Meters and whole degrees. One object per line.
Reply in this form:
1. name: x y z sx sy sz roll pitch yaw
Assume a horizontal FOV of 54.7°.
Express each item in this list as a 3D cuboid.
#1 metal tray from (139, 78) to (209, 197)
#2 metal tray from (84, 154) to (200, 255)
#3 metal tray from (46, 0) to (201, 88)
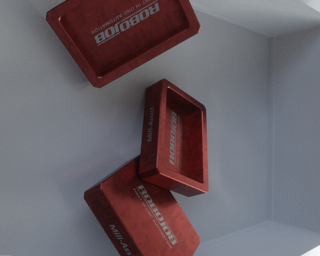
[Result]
1. metal tray: 0.021 0.012 0.393 0.090 0.030 0.130 29 51 -37
2. metal tray: -0.015 0.103 0.347 0.130 0.030 0.091 58 34 -1
3. metal tray: -0.036 -0.111 0.321 0.130 0.030 0.090 -28 118 6
